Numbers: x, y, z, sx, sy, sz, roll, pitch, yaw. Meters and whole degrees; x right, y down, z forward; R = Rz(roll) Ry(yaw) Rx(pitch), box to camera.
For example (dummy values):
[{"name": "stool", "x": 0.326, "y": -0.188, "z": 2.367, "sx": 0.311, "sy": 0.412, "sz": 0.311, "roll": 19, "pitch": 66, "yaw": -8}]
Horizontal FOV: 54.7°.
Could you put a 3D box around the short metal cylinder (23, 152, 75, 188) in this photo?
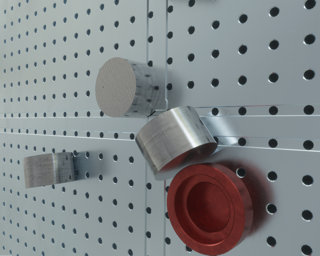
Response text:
[{"name": "short metal cylinder", "x": -0.189, "y": 0.072, "z": 0.530, "sx": 0.080, "sy": 0.081, "sz": 0.050, "roll": -14, "pitch": 81, "yaw": 39}]

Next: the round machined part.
[{"name": "round machined part", "x": 0.059, "y": 0.088, "z": 0.350, "sx": 0.098, "sy": 0.042, "sz": 0.097, "roll": 0, "pitch": 90, "yaw": 40}]

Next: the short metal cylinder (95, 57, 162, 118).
[{"name": "short metal cylinder", "x": -0.044, "y": -0.054, "z": 0.430, "sx": 0.080, "sy": 0.050, "sz": 0.079, "roll": 0, "pitch": 90, "yaw": 40}]

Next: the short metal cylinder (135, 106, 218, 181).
[{"name": "short metal cylinder", "x": 0.019, "y": 0.019, "z": 0.358, "sx": 0.080, "sy": 0.081, "sz": 0.050, "roll": -44, "pitch": 64, "yaw": 31}]
